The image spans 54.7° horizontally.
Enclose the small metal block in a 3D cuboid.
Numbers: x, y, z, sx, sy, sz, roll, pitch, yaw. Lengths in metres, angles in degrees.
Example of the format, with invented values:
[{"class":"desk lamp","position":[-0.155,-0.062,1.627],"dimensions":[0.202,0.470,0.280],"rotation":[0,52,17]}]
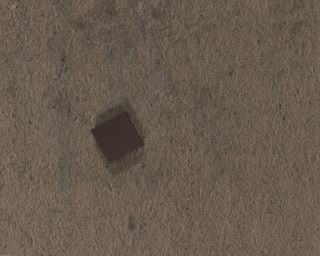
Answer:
[{"class":"small metal block","position":[-0.055,0.012,0.409],"dimensions":[0.050,0.025,0.050],"rotation":[-29,90,-1]}]
